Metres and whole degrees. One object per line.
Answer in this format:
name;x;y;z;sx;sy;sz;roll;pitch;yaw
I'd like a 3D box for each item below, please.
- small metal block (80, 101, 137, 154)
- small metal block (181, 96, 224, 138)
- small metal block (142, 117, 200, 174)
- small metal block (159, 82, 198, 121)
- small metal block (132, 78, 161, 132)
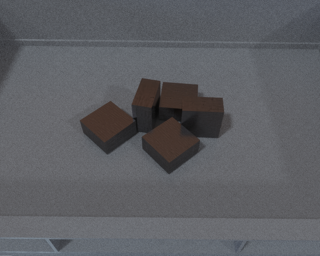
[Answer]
small metal block;-0.067;-0.002;0.403;0.050;0.025;0.050;38;59;27
small metal block;0.052;-0.013;0.398;0.050;0.050;0.025;2;50;1
small metal block;0.013;0.021;0.385;0.050;0.025;0.050;-33;58;-25
small metal block;0.026;-0.037;0.434;0.050;0.025;0.050;5;50;4
small metal block;-0.017;-0.029;0.410;0.025;0.050;0.050;10;51;8
